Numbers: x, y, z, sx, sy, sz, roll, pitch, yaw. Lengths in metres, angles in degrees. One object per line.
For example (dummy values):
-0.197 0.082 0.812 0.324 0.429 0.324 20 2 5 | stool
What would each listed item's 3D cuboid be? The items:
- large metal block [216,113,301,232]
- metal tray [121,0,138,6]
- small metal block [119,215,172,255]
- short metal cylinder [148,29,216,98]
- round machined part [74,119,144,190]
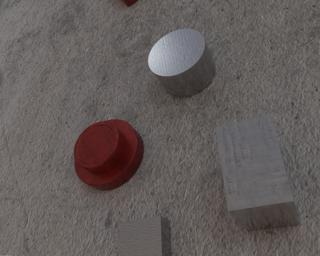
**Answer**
0.093 0.046 0.292 0.050 0.080 0.080 -15 56 20 | large metal block
-0.060 -0.305 0.619 0.090 0.030 0.130 -37 51 3 | metal tray
-0.016 0.126 0.335 0.050 0.025 0.050 -15 56 19 | small metal block
0.031 -0.089 0.426 0.080 0.050 0.080 -13 56 21 | short metal cylinder
-0.075 0.030 0.414 0.098 0.042 0.098 -13 56 21 | round machined part
